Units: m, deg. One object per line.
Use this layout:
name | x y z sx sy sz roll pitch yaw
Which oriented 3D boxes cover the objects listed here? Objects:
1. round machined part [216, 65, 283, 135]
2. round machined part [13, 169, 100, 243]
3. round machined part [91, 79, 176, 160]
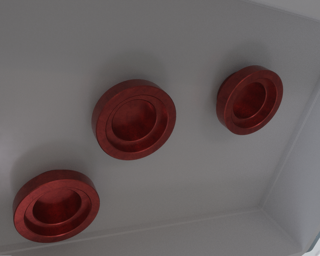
round machined part | 0.120 -0.042 0.437 0.099 0.042 0.097 -14 124 -21
round machined part | -0.128 0.091 0.384 0.099 0.042 0.097 -14 124 -21
round machined part | -0.033 -0.013 0.371 0.099 0.042 0.097 -14 124 -21
